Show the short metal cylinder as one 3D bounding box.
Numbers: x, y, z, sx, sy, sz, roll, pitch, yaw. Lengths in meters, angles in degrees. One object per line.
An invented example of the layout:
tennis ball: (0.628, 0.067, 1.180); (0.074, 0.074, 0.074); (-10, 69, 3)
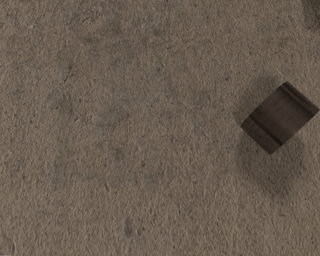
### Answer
short metal cylinder: (0.147, -0.012, 0.385); (0.080, 0.080, 0.050); (-40, 75, -13)
